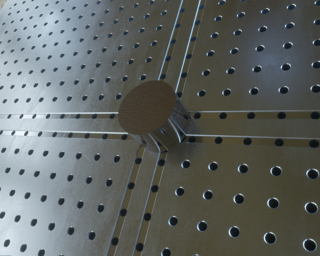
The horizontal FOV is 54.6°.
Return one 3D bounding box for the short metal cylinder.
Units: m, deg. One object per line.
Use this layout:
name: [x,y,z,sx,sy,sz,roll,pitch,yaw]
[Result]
short metal cylinder: [-0.007,-0.015,0.406,0.080,0.050,0.080,-13,56,21]
